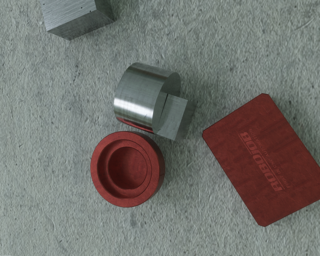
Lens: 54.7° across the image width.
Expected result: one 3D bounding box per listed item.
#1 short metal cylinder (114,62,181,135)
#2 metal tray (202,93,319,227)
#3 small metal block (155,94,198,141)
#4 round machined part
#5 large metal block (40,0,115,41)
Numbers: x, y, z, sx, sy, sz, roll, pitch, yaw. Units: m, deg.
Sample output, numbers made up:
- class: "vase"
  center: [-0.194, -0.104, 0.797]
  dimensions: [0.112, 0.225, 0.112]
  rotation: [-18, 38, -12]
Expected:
- class: "short metal cylinder"
  center: [-0.013, -0.036, 0.384]
  dimensions: [0.050, 0.080, 0.080]
  rotation: [19, 96, 19]
- class: "metal tray"
  center: [0.122, 0.036, 0.363]
  dimensions: [0.090, 0.030, 0.130]
  rotation: [-34, 79, 16]
- class: "small metal block"
  center: [0.022, -0.013, 0.387]
  dimensions: [0.025, 0.050, 0.050]
  rotation: [20, 97, 18]
- class: "round machined part"
  center: [-0.039, 0.052, 0.413]
  dimensions: [0.098, 0.042, 0.097]
  rotation: [0, 90, 19]
- class: "large metal block"
  center: [-0.119, -0.181, 0.436]
  dimensions: [0.080, 0.050, 0.080]
  rotation: [-15, 85, 19]
